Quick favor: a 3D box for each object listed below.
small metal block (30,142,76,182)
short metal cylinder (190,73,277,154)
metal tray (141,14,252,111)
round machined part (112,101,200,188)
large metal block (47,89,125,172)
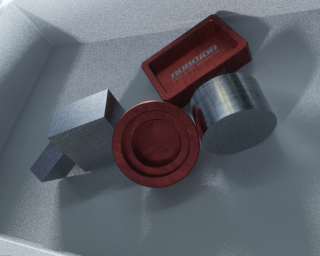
[{"bbox_3d":[-0.139,0.044,0.423,0.025,0.050,0.050,42,101,15],"label":"small metal block"},{"bbox_3d":[0.078,-0.014,0.337,0.080,0.080,0.050,-23,53,14],"label":"short metal cylinder"},{"bbox_3d":[0.047,-0.092,0.433,0.130,0.030,0.090,-34,52,5],"label":"metal tray"},{"bbox_3d":[-0.003,0.017,0.365,0.099,0.042,0.097,0,92,5],"label":"round machined part"},{"bbox_3d":[-0.083,0.006,0.404,0.080,0.080,0.050,-19,44,17],"label":"large metal block"}]
